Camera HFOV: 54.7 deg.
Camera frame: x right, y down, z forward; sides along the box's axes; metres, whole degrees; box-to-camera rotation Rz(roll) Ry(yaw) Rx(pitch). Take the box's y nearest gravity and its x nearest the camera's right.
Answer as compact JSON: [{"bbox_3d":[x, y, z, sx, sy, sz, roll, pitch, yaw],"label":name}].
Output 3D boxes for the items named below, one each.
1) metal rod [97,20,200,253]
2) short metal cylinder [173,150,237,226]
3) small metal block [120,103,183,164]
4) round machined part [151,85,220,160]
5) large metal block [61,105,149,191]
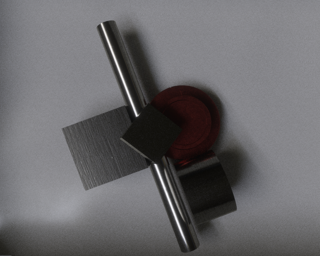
[{"bbox_3d":[-0.015,0.011,0.389,0.025,0.025,0.299,-21,90,0],"label":"metal rod"},{"bbox_3d":[0.054,0.073,0.383,0.050,0.080,0.080,-21,90,0],"label":"short metal cylinder"},{"bbox_3d":[-0.011,0.007,0.361,0.050,0.025,0.050,38,78,-7],"label":"small metal block"},{"bbox_3d":[0.029,-0.007,0.401,0.099,0.042,0.097,0,90,-1],"label":"round machined part"},{"bbox_3d":[-0.066,0.024,0.394,0.080,0.050,0.080,-20,90,-1],"label":"large metal block"}]
